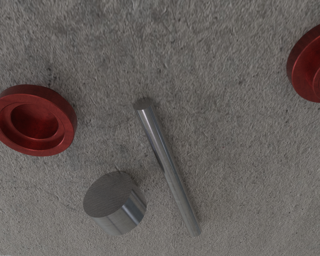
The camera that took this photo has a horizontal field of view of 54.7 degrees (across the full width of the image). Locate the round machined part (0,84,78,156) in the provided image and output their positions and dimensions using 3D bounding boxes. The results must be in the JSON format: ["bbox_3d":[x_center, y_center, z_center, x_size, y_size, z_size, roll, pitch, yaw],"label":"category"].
[{"bbox_3d":[-0.152,-0.013,0.383,0.099,0.042,0.097,0,130,0],"label":"round machined part"}]

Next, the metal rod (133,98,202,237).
[{"bbox_3d":[0.022,0.079,0.474,0.025,0.025,0.299,-13,129,10],"label":"metal rod"}]

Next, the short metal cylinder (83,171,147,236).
[{"bbox_3d":[-0.067,0.113,0.466,0.080,0.080,0.050,-17,128,14],"label":"short metal cylinder"}]

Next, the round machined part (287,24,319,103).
[{"bbox_3d":[0.197,-0.066,0.342,0.099,0.042,0.097,0,130,0],"label":"round machined part"}]
